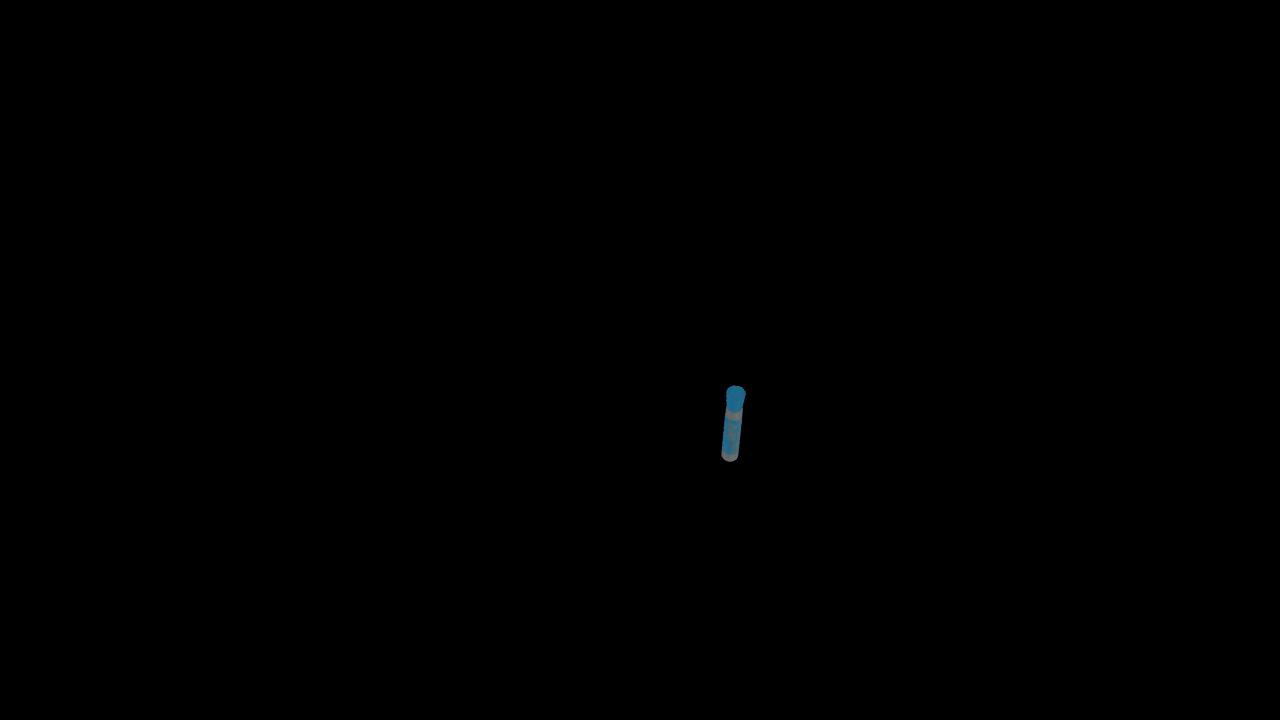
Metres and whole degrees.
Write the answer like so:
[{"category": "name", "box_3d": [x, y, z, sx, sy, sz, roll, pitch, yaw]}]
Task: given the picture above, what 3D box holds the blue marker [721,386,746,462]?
[{"category": "blue marker", "box_3d": [0.096, 0.067, 0.640, 0.020, 0.020, 0.121, 0, -40, 5]}]
